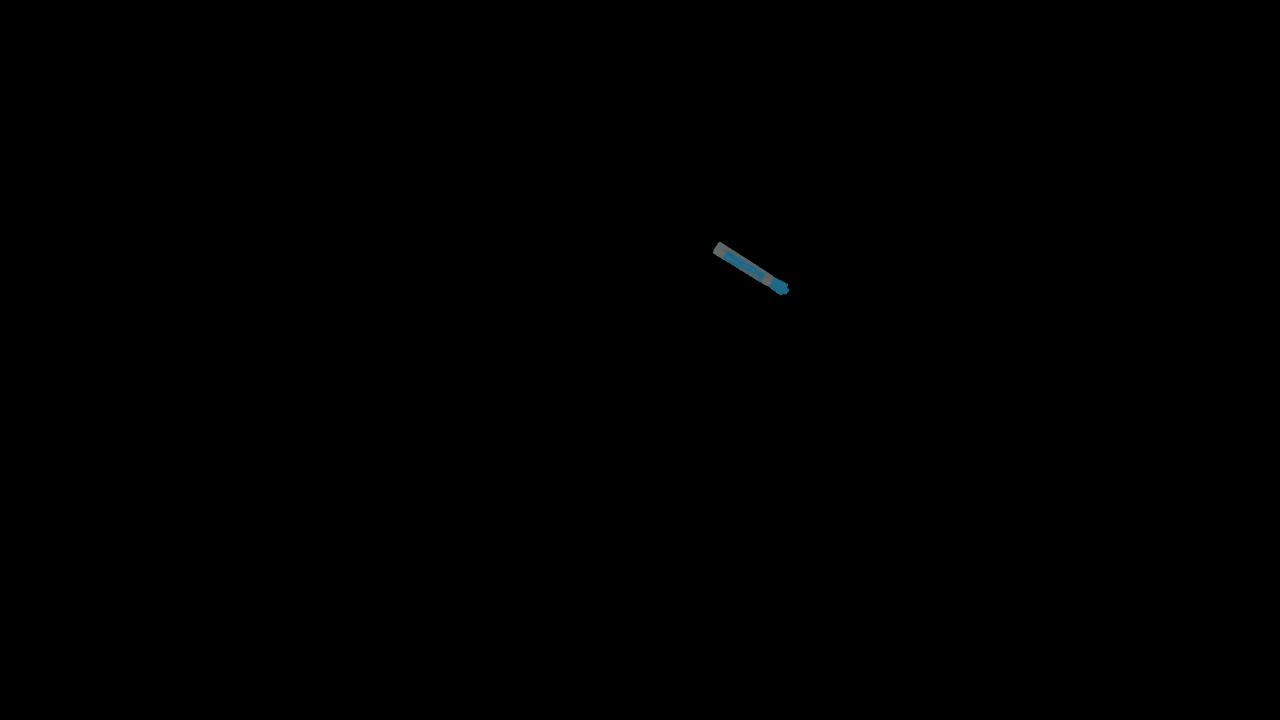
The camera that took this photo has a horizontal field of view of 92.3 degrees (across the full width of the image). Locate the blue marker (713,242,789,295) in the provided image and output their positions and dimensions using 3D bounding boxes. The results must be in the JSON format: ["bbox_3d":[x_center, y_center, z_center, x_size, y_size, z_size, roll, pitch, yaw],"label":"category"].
[{"bbox_3d":[0.158,-0.128,0.870,0.121,0.020,0.020,31,-3,-5],"label":"blue marker"}]
